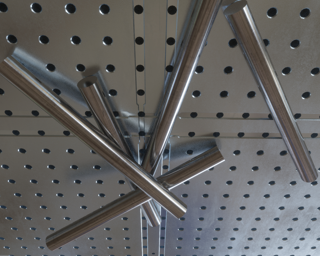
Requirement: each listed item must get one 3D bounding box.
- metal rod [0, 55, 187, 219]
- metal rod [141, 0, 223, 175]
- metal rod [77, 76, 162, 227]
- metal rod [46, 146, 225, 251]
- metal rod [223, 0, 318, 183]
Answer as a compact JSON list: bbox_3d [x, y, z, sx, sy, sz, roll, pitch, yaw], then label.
[{"bbox_3d":[-0.073,0.024,0.398,0.025,0.025,0.300,-37,112,26],"label":"metal rod"},{"bbox_3d":[0.019,-0.044,0.374,0.025,0.025,0.298,11,129,-10],"label":"metal rod"},{"bbox_3d":[-0.047,0.055,0.457,0.025,0.025,0.299,-12,130,9],"label":"metal rod"},{"bbox_3d":[-0.042,0.109,0.466,0.301,0.025,0.025,-29,125,8],"label":"metal rod"},{"bbox_3d":[0.153,-0.024,0.393,0.025,0.025,0.300,-25,126,19],"label":"metal rod"}]
